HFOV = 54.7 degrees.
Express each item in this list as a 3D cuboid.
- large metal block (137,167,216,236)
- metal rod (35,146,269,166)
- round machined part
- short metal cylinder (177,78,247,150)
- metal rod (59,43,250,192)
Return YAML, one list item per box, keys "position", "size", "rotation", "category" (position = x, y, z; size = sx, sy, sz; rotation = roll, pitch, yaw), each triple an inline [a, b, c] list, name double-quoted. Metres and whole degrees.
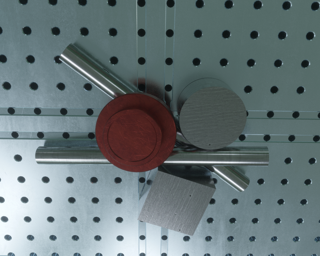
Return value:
- position: [0.021, 0.093, 0.432]
  size: [0.080, 0.050, 0.079]
  rotation: [19, 109, -7]
  category: "large metal block"
- position: [-0.015, 0.037, 0.407]
  size: [0.302, 0.025, 0.025]
  rotation: [0, 110, 7]
  category: "metal rod"
- position: [-0.030, 0.007, 0.371]
  size: [0.099, 0.042, 0.097]
  rotation: [1, 102, 5]
  category: "round machined part"
- position: [0.063, -0.019, 0.393]
  size: [0.081, 0.050, 0.079]
  rotation: [0, 110, -1]
  category: "short metal cylinder"
- position: [0.002, -0.006, 0.411]
  size: [0.301, 0.025, 0.025]
  rotation: [37, 106, -13]
  category: "metal rod"
